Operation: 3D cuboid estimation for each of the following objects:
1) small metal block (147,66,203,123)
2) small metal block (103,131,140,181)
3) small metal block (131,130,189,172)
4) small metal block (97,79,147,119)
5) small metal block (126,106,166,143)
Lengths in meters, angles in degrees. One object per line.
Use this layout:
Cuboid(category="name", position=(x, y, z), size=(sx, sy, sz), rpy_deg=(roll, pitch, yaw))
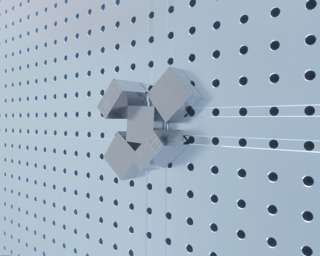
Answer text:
Cuboid(category="small metal block", position=(0.018, -0.041, 0.396), size=(0.050, 0.025, 0.050), rpy_deg=(-48, 62, 30))
Cuboid(category="small metal block", position=(-0.050, 0.040, 0.451), size=(0.050, 0.025, 0.050), rpy_deg=(45, 117, 30))
Cuboid(category="small metal block", position=(0.000, 0.028, 0.394), size=(0.050, 0.050, 0.025), rpy_deg=(-50, 60, 28))
Cuboid(category="small metal block", position=(-0.052, -0.040, 0.437), size=(0.025, 0.050, 0.050), rpy_deg=(51, 121, 27))
Cuboid(category="small metal block", position=(-0.019, -0.004, 0.425), size=(0.050, 0.025, 0.050), rpy_deg=(5, 92, 41))
